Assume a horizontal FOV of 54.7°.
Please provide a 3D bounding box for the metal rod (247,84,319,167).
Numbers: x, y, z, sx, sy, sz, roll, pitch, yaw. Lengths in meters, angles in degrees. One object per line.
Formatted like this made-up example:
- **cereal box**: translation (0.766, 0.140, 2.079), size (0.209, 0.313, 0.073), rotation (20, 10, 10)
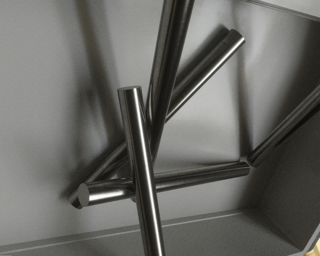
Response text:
- **metal rod**: translation (0.201, -0.027, 0.417), size (0.025, 0.025, 0.298), rotation (-9, 149, -24)

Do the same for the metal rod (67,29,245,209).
- **metal rod**: translation (-0.007, -0.009, 0.398), size (0.300, 0.025, 0.025), rotation (-45, 129, 3)

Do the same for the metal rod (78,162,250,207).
- **metal rod**: translation (0.031, 0.070, 0.430), size (0.302, 0.025, 0.025), rotation (0, 119, -42)

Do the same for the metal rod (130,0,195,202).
- **metal rod**: translation (-0.007, -0.005, 0.351), size (0.025, 0.025, 0.298), rotation (-11, 139, -23)

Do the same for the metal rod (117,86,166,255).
- **metal rod**: translation (-0.013, 0.101, 0.359), size (0.025, 0.025, 0.298), rotation (-14, 106, -21)
